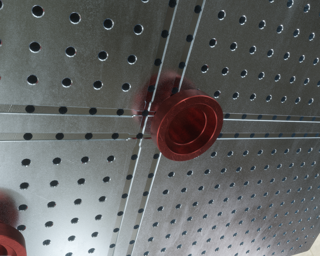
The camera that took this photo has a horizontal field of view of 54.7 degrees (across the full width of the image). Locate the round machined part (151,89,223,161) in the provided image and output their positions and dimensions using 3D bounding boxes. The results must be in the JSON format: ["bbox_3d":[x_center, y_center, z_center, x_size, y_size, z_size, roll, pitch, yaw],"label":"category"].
[{"bbox_3d":[0.032,-0.007,0.415,0.099,0.042,0.097,-14,125,-21],"label":"round machined part"}]

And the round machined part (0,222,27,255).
[{"bbox_3d":[-0.217,0.151,0.375,0.099,0.042,0.097,-14,125,-21],"label":"round machined part"}]
